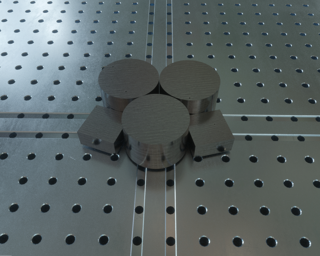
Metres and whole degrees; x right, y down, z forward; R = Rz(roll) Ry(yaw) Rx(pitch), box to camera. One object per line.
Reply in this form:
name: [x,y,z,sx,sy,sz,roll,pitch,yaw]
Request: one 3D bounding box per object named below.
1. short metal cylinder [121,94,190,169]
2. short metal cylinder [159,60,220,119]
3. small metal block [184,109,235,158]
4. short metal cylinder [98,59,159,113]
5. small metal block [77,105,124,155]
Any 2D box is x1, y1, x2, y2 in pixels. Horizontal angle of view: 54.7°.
short metal cylinder: [-0.005,0.003,0.384,0.081,0.050,0.080,0,50,0]
short metal cylinder: [0.039,-0.049,0.428,0.081,0.050,0.080,0,50,0]
small metal block: [0.061,0.007,0.398,0.050,0.025,0.050,-11,51,-9]
short metal cylinder: [-0.041,-0.051,0.429,0.081,0.050,0.080,0,50,0]
small metal block: [-0.070,0.002,0.401,0.050,0.025,0.050,16,52,13]
